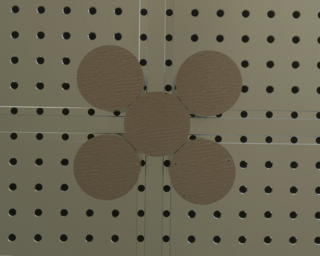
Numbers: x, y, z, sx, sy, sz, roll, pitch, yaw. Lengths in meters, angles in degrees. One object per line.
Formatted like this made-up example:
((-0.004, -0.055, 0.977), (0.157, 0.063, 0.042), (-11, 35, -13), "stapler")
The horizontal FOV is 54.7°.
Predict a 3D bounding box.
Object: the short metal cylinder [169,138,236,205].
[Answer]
((0.052, 0.053, 0.401), (0.081, 0.050, 0.079), (0, 90, -1), "short metal cylinder")

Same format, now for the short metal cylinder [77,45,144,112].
((-0.061, -0.061, 0.399), (0.081, 0.050, 0.079), (0, 90, -1), "short metal cylinder")

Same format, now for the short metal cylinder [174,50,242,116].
((0.059, -0.054, 0.399), (0.081, 0.050, 0.079), (0, 90, -1), "short metal cylinder")

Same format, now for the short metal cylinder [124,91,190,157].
((-0.003, -0.005, 0.400), (0.081, 0.050, 0.079), (0, 90, -1), "short metal cylinder")

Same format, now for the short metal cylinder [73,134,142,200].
((-0.065, 0.047, 0.399), (0.081, 0.050, 0.079), (0, 90, -1), "short metal cylinder")
